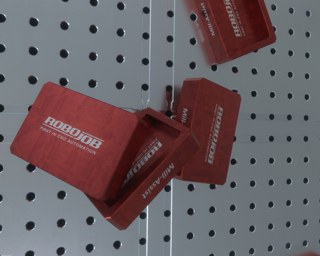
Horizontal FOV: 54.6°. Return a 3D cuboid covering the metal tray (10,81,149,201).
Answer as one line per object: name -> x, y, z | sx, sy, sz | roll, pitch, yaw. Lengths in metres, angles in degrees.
metal tray -> -0.089, 0.011, 0.336 | 0.130, 0.030, 0.090 | 21, 80, 22

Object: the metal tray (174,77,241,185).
metal tray -> 0.061, 0.007, 0.416 | 0.091, 0.030, 0.129 | 15, 85, -41

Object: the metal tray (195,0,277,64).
metal tray -> 0.106, -0.170, 0.448 | 0.091, 0.030, 0.129 | -25, 98, -18

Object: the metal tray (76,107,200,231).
metal tray -> -0.028, 0.041, 0.364 | 0.130, 0.090, 0.030 | -46, 131, -13
